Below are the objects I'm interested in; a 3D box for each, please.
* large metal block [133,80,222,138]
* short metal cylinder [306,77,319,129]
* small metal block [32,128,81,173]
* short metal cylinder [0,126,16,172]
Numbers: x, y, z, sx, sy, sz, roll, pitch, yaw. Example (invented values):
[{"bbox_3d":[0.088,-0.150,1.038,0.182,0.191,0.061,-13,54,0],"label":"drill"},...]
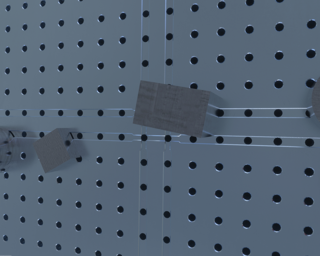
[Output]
[{"bbox_3d":[0.024,-0.022,0.374,0.080,0.080,0.050,12,94,19],"label":"large metal block"},{"bbox_3d":[0.202,-0.029,0.328,0.080,0.050,0.079,0,90,19],"label":"short metal cylinder"},{"bbox_3d":[-0.156,0.034,0.466,0.050,0.025,0.050,-29,81,17],"label":"small metal block"},{"bbox_3d":[-0.282,0.036,0.496,0.080,0.050,0.079,0,90,19],"label":"short metal cylinder"}]
